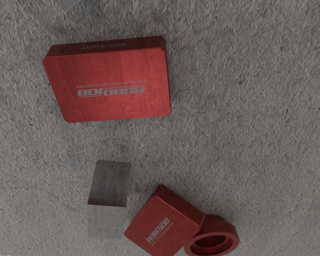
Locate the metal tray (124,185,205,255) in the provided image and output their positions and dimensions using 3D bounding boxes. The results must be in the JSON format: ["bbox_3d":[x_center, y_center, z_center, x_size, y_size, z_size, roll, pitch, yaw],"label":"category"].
[{"bbox_3d":[0.004,0.164,0.521,0.090,0.030,0.129,34,126,3],"label":"metal tray"}]

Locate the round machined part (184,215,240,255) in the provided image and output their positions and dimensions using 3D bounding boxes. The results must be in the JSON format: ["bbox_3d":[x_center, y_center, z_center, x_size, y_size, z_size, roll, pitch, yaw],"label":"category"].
[{"bbox_3d":[0.089,0.193,0.557,0.099,0.042,0.097,-4,133,-4],"label":"round machined part"}]

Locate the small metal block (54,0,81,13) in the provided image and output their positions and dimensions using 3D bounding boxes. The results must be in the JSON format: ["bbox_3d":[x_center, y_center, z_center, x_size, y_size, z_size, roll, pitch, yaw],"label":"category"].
[{"bbox_3d":[-0.070,-0.136,0.274,0.050,0.050,0.025,-30,124,23],"label":"small metal block"}]

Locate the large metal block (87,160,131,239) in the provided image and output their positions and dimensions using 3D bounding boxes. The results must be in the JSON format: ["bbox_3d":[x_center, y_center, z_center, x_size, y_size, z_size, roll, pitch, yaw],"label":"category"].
[{"bbox_3d":[-0.075,0.106,0.461,0.050,0.080,0.079,6,130,-5],"label":"large metal block"}]

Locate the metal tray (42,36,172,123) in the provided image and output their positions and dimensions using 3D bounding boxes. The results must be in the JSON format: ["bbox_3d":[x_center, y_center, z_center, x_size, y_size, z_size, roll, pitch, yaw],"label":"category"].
[{"bbox_3d":[-0.055,-0.053,0.358,0.131,0.030,0.089,-4,130,3],"label":"metal tray"}]
